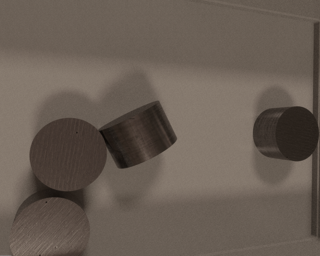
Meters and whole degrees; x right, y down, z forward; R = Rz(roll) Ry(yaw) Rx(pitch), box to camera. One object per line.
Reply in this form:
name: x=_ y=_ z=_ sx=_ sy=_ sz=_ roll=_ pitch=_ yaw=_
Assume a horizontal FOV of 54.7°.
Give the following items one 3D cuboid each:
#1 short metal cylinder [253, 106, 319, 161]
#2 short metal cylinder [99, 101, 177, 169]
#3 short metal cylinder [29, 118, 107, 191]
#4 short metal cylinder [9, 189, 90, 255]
short metal cylinder: x=0.190 y=0.008 z=0.470 sx=0.081 sy=0.050 sz=0.079 roll=0 pitch=90 yaw=-20
short metal cylinder: x=-0.026 y=0.007 z=0.372 sx=0.080 sy=0.080 sz=0.050 roll=-29 pitch=100 yaw=-18
short metal cylinder: x=-0.106 y=0.029 z=0.359 sx=0.081 sy=0.050 sz=0.079 roll=0 pitch=90 yaw=-21
short metal cylinder: x=-0.124 y=0.113 z=0.352 sx=0.081 sy=0.050 sz=0.079 roll=0 pitch=90 yaw=-20
